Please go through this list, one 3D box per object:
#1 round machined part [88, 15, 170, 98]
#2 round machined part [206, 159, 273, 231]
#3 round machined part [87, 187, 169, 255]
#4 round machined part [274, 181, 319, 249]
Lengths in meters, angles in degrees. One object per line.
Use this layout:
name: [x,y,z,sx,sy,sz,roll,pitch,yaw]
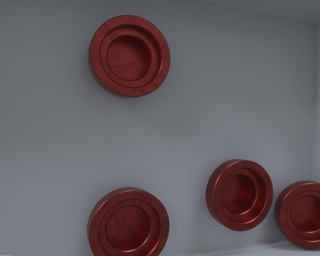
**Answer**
round machined part: [-0.040,-0.085,0.387,0.099,0.042,0.097,0,90,-21]
round machined part: [0.109,0.093,0.443,0.099,0.042,0.097,0,90,-21]
round machined part: [-0.042,0.122,0.387,0.099,0.042,0.097,0,90,-21]
round machined part: [0.225,0.129,0.476,0.099,0.042,0.097,0,91,0]
